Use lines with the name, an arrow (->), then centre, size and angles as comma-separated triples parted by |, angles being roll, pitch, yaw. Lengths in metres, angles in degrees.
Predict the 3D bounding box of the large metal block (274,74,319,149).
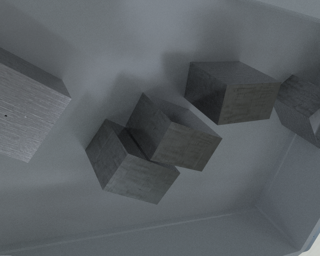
large metal block -> 0.228, -0.026, 0.485 | 0.050, 0.080, 0.080 | -42, 130, 0

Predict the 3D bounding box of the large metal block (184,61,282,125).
large metal block -> 0.089, -0.048, 0.394 | 0.081, 0.080, 0.050 | -7, 122, -26

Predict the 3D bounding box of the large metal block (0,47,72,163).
large metal block -> -0.147, -0.024, 0.298 | 0.080, 0.050, 0.080 | 29, 102, -38

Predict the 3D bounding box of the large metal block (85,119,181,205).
large metal block -> -0.035, 0.041, 0.381 | 0.080, 0.080, 0.050 | 26, 104, -38

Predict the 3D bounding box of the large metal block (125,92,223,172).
large metal block -> 0.015, 0.005, 0.386 | 0.081, 0.080, 0.050 | 17, 109, -35
